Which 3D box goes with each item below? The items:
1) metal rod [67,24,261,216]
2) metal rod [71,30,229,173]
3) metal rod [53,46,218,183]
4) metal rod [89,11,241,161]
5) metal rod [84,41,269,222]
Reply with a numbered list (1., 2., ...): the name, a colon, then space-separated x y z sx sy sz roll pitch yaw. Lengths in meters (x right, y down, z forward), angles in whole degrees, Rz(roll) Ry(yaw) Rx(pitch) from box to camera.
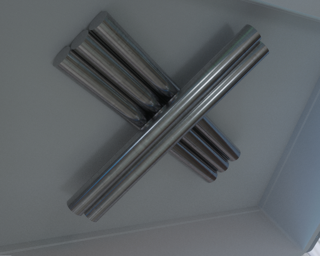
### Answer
1. metal rod: 0.003 -0.007 0.371 0.300 0.025 0.025 -45 129 3
2. metal rod: 0.010 -0.014 0.403 0.025 0.025 0.301 -47 129 4
3. metal rod: -0.008 0.003 0.403 0.025 0.025 0.301 -47 129 4
4. metal rod: 0.028 -0.032 0.402 0.025 0.025 0.301 -47 129 4
5. metal rod: 0.018 0.005 0.387 0.300 0.025 0.025 -45 129 3
